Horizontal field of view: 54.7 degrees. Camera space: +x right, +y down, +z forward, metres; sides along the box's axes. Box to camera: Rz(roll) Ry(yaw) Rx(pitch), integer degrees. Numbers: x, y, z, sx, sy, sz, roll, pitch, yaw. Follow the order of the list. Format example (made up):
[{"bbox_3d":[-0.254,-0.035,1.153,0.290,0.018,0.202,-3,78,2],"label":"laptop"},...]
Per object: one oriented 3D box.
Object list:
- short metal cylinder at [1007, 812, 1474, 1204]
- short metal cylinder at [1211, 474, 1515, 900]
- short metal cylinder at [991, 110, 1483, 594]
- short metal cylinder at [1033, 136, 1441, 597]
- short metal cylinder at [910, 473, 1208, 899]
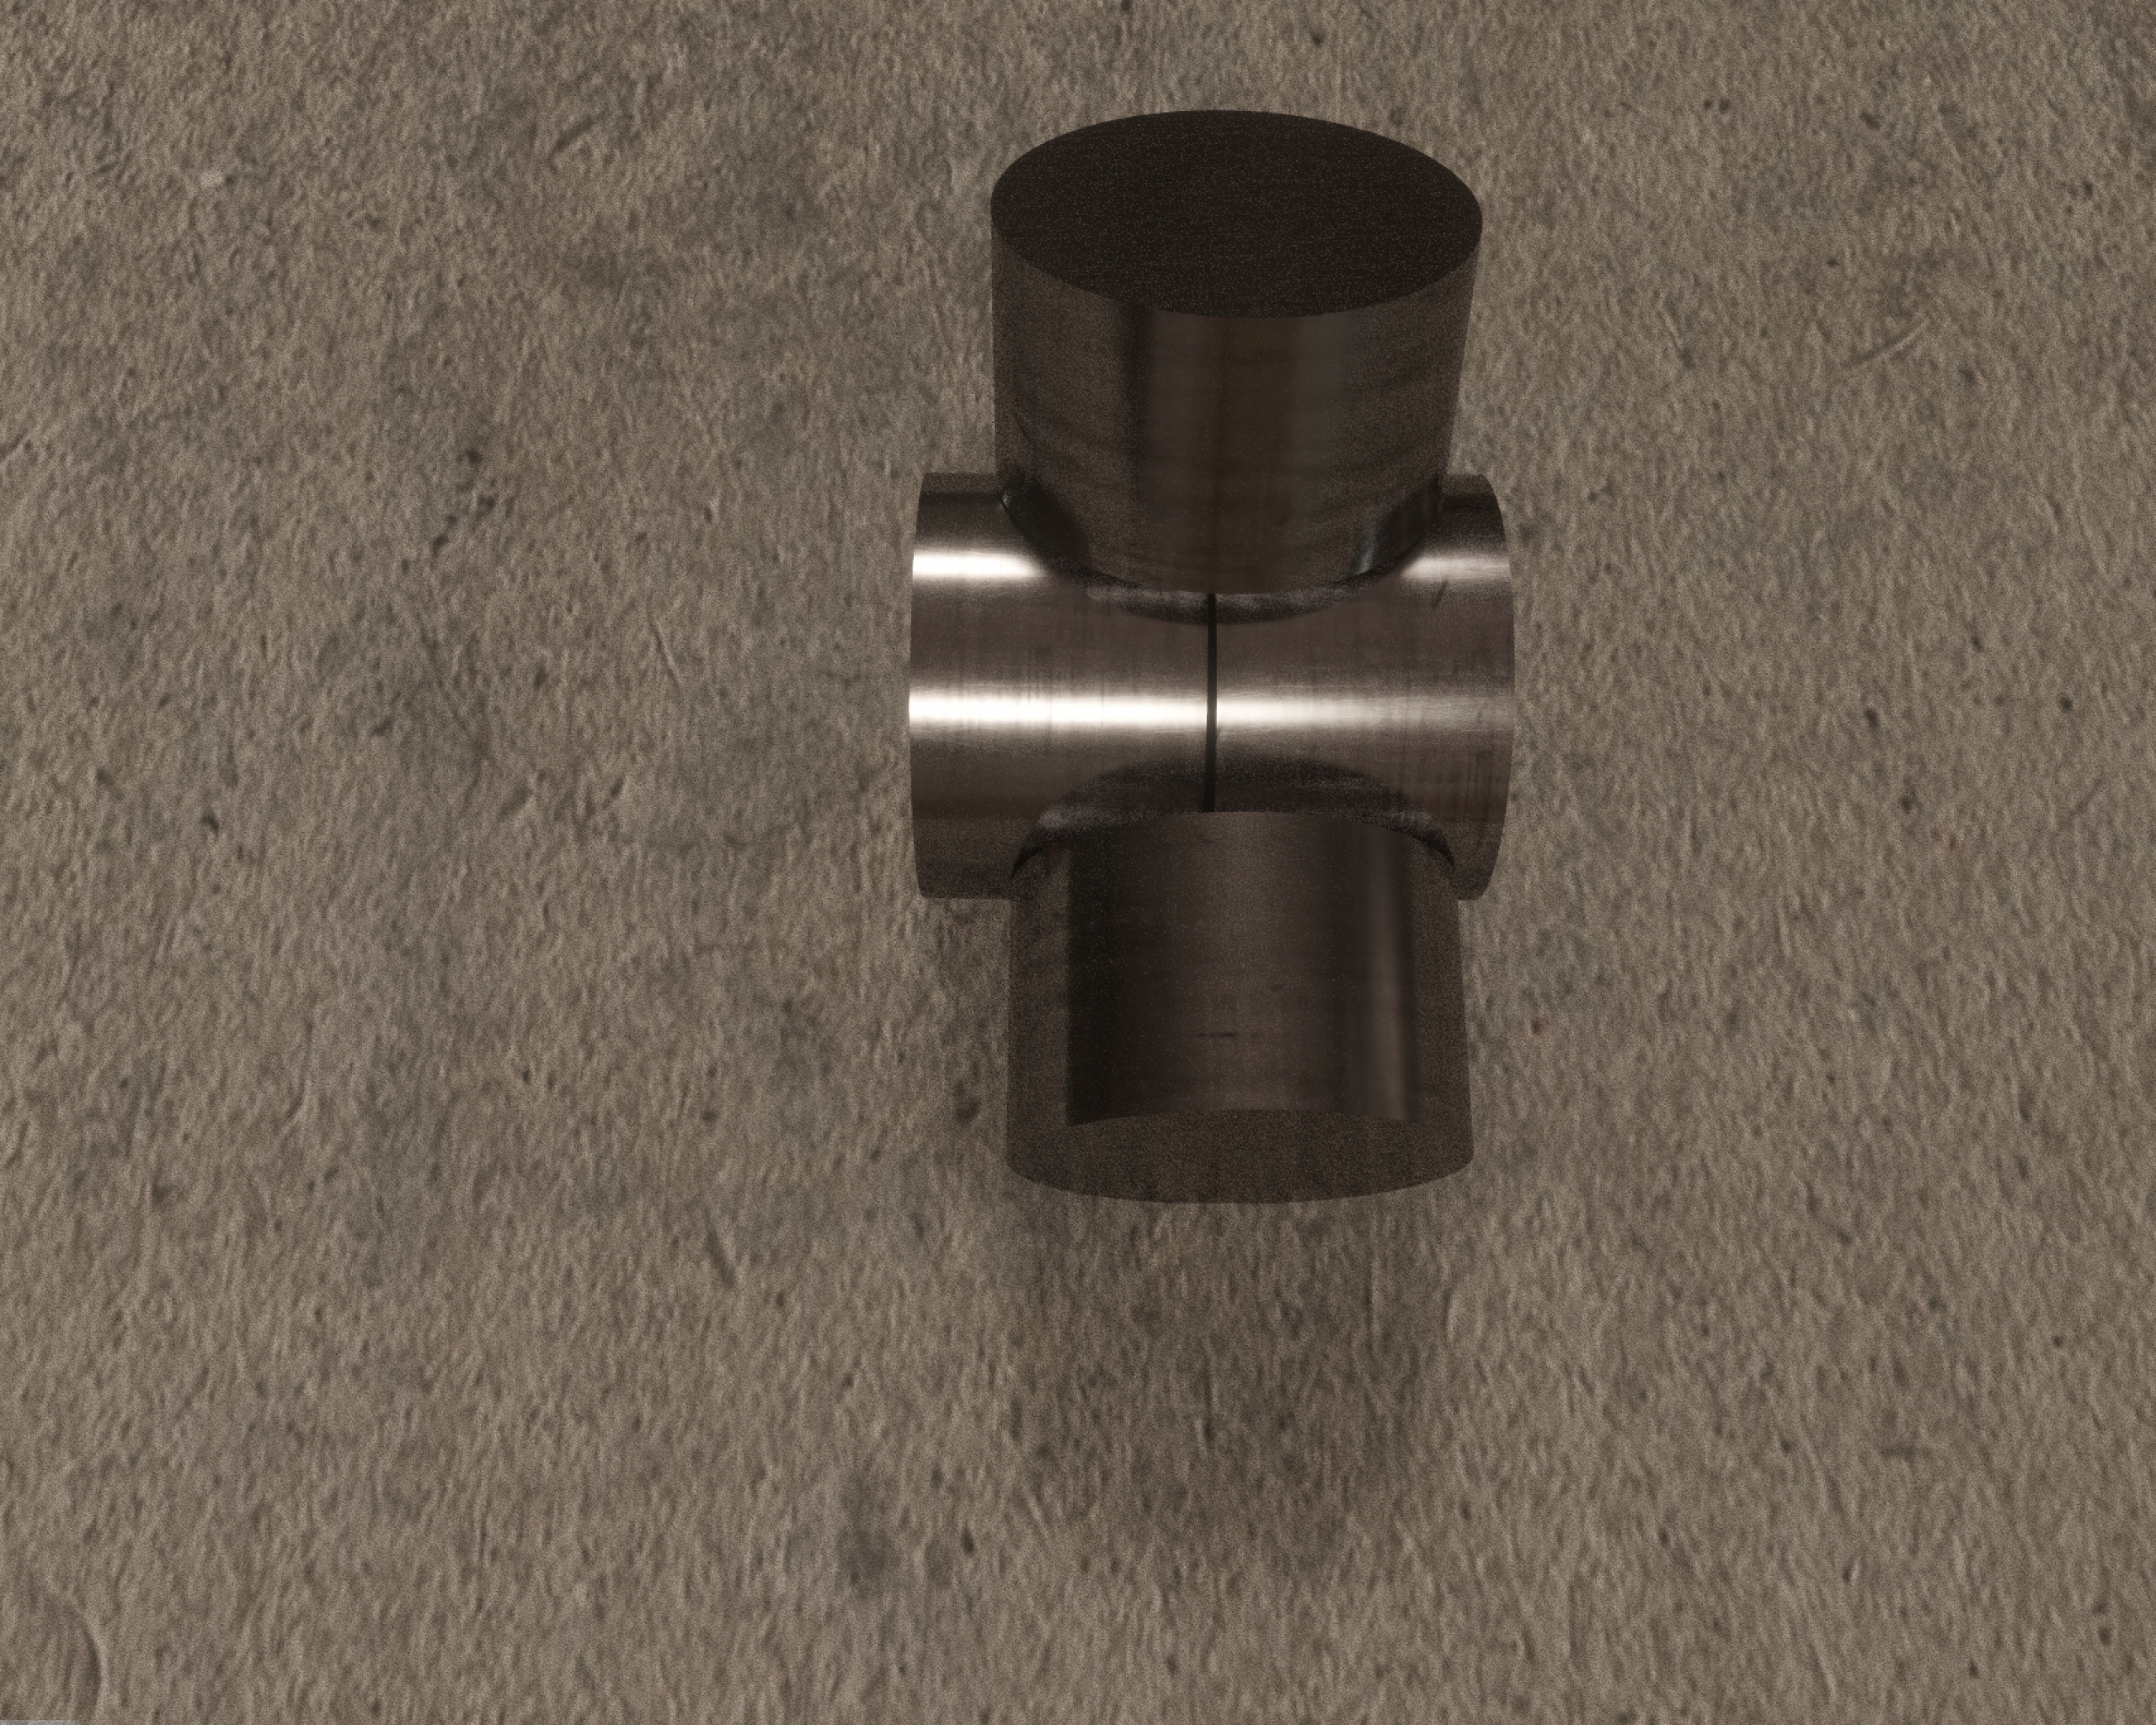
[{"bbox_3d":[0.028,0.029,0.370,0.081,0.080,0.050,0,70,0],"label":"short metal cylinder"},{"bbox_3d":[0.049,-0.033,0.392,0.050,0.080,0.080,0,70,0],"label":"short metal cylinder"},{"bbox_3d":[0.026,-0.089,0.359,0.081,0.050,0.080,1,41,0],"label":"short metal cylinder"},{"bbox_3d":[0.031,-0.102,0.435,0.081,0.050,0.080,0,70,0],"label":"short metal cylinder"},{"bbox_3d":[-0.003,-0.033,0.393,0.050,0.080,0.080,1,70,0],"label":"short metal cylinder"}]
